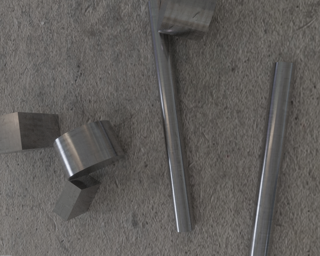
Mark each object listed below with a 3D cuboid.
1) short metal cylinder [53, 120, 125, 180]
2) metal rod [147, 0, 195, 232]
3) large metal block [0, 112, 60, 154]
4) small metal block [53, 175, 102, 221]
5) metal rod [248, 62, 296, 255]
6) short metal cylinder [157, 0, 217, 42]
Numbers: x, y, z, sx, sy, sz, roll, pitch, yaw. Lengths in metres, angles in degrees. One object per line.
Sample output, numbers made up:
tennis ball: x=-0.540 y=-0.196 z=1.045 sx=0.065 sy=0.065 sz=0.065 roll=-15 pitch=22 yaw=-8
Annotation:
short metal cylinder: x=-0.094 y=0.030 z=0.413 sx=0.080 sy=0.080 sz=0.050 roll=-28 pitch=81 yaw=18
metal rod: x=0.014 y=-0.018 z=0.404 sx=0.025 sy=0.025 sz=0.298 roll=-8 pitch=87 yaw=20
large metal block: x=-0.205 y=0.009 z=0.452 sx=0.080 sy=0.080 sz=0.050 roll=-9 pitch=87 yaw=20
small metal block: x=-0.116 y=0.097 z=0.436 sx=0.025 sy=0.050 sz=0.050 roll=30 pitch=100 yaw=17
metal rod: x=0.126 y=0.074 z=0.364 sx=0.025 sy=0.025 sz=0.298 roll=8 pitch=92 yaw=20
short metal cylinder: x=0.031 y=-0.147 z=0.361 sx=0.050 sy=0.080 sz=0.080 roll=11 pitch=94 yaw=-10
